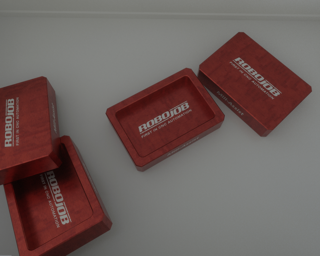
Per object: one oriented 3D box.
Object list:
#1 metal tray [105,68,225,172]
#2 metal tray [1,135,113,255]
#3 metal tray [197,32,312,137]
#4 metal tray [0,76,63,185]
[{"bbox_3d":[0.007,-0.013,0.411,0.131,0.030,0.090,-29,73,-10],"label":"metal tray"},{"bbox_3d":[-0.122,0.078,0.355,0.090,0.030,0.130,-28,53,-10],"label":"metal tray"},{"bbox_3d":[0.128,-0.063,0.431,0.090,0.030,0.130,-41,75,-14],"label":"metal tray"},{"bbox_3d":[-0.176,0.000,0.384,0.091,0.030,0.130,-17,54,-3],"label":"metal tray"}]
